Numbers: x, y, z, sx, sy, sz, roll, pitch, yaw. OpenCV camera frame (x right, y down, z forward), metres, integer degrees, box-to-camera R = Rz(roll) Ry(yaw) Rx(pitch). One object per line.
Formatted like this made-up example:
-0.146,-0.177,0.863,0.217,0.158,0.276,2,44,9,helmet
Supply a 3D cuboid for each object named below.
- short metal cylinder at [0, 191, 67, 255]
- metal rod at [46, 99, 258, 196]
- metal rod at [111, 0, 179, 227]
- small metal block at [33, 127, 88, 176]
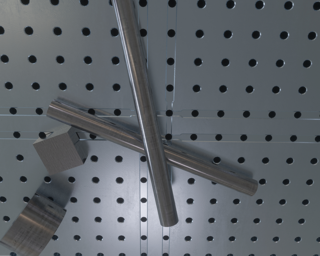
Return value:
-0.176,0.136,0.433,0.050,0.080,0.080,36,106,-13,short metal cylinder
-0.004,0.030,0.424,0.302,0.025,0.025,22,109,-8,metal rod
-0.016,-0.016,0.387,0.025,0.025,0.298,-11,102,4,metal rod
-0.135,0.031,0.423,0.050,0.025,0.050,-19,109,6,small metal block
